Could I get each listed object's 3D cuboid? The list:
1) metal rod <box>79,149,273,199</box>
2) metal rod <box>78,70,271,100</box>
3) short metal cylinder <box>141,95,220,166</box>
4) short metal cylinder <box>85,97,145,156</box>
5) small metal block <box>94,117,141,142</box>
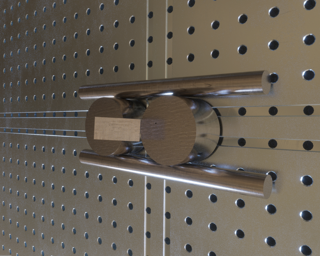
[{"bbox_3d":[-0.006,0.053,0.410,0.300,0.025,0.025,3,92,39],"label":"metal rod"},{"bbox_3d":[-0.007,-0.052,0.411,0.300,0.025,0.025,3,92,39],"label":"metal rod"},{"bbox_3d":[0.023,0.003,0.369,0.080,0.050,0.079,0,90,40],"label":"short metal cylinder"},{"bbox_3d":[-0.060,-0.002,0.439,0.080,0.050,0.079,0,90,40],"label":"short metal cylinder"},{"bbox_3d":[-0.049,0.001,0.368,0.050,0.050,0.025,3,92,-3],"label":"small metal block"}]
